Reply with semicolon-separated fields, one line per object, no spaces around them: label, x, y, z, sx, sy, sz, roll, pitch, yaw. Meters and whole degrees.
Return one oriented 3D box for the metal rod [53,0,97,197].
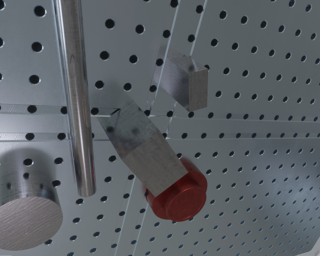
metal rod;-0.090;-0.045;0.333;0.025;0.025;0.298;-11;123;-23

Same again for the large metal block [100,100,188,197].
large metal block;-0.020;0.024;0.380;0.050;0.080;0.080;-37;129;-4

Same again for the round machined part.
round machined part;0.033;0.107;0.485;0.099;0.042;0.097;-14;124;-21

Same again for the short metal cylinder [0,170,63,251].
short metal cylinder;-0.161;0.097;0.367;0.081;0.050;0.079;-14;124;-21

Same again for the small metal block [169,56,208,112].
small metal block;0.034;-0.055;0.380;0.025;0.050;0.050;-17;125;-19
